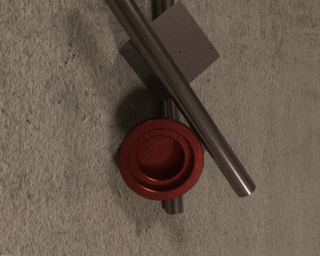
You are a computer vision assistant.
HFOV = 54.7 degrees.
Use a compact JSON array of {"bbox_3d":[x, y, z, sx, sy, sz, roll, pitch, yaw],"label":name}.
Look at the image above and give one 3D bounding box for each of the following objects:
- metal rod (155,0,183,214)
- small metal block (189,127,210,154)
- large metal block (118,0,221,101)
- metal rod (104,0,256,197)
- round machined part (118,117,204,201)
[{"bbox_3d":[0.013,-0.035,0.417,0.025,0.025,0.298,-5,93,-40],"label":"metal rod"},{"bbox_3d":[0.052,0.018,0.435,0.050,0.025,0.050,-63,162,-21],"label":"small metal block"},{"bbox_3d":[0.011,-0.090,0.375,0.080,0.050,0.080,-43,104,-13],"label":"large metal block"},{"bbox_3d":[0.019,-0.045,0.339,0.025,0.025,0.299,-43,105,-32],"label":"metal rod"},{"bbox_3d":[0.001,0.034,0.375,0.099,0.042,0.097,-1,100,-3],"label":"round machined part"}]
